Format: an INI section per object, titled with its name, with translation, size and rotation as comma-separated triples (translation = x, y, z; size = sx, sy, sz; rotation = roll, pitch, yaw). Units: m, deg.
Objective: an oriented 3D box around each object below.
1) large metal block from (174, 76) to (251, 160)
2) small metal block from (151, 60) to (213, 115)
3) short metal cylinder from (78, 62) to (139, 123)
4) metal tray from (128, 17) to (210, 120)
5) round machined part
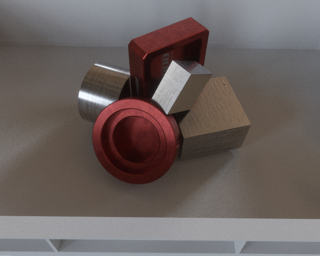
[large metal block]
translation = 0.055, -0.014, 0.389
size = 0.081, 0.050, 0.080
rotation = -11, 56, -10
[small metal block]
translation = 0.024, -0.045, 0.336
size = 0.025, 0.050, 0.050
rotation = 42, 29, 21
[short metal cylinder]
translation = -0.061, -0.040, 0.400
size = 0.050, 0.080, 0.080
rotation = 18, 52, 14
[metal tray]
translation = 0.010, -0.062, 0.387
size = 0.091, 0.129, 0.030
rotation = -28, 57, -22
[round machined part]
translation = -0.024, 0.012, 0.358
size = 0.098, 0.097, 0.042
rotation = 16, 16, 12
